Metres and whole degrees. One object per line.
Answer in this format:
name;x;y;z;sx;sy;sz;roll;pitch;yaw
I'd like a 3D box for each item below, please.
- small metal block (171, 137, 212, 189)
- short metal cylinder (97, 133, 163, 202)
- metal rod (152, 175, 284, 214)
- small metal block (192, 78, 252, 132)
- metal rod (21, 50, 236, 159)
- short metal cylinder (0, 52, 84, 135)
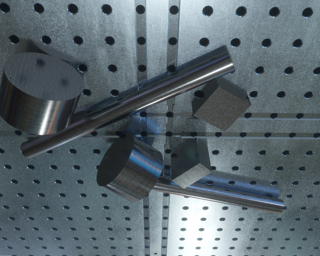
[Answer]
small metal block;0.043;0.049;0.438;0.050;0.050;0.025;-37;121;27
short metal cylinder;-0.041;0.053;0.420;0.050;0.080;0.080;35;122;-26
metal rod;0.059;0.100;0.497;0.302;0.025;0.025;13;129;-11
small metal block;0.076;-0.030;0.387;0.050;0.025;0.050;25;126;-20
metal rod;-0.053;-0.022;0.391;0.300;0.025;0.025;-22;127;17
short metal cylinder;-0.131;-0.039;0.341;0.080;0.080;0.050;20;127;-17
